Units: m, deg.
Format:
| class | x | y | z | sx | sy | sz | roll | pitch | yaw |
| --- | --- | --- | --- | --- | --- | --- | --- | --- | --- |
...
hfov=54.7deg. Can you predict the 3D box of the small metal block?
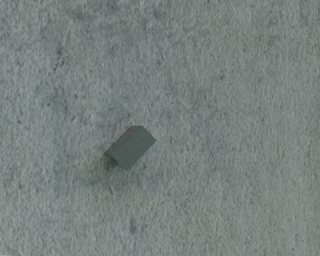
| class | x | y | z | sx | sy | sz | roll | pitch | yaw |
| --- | --- | --- | --- | --- | --- | --- | --- | --- | --- |
| small metal block | -0.038 | 0.023 | 0.383 | 0.050 | 0.050 | 0.025 | -47 | 105 | -14 |
